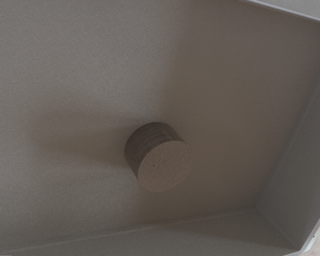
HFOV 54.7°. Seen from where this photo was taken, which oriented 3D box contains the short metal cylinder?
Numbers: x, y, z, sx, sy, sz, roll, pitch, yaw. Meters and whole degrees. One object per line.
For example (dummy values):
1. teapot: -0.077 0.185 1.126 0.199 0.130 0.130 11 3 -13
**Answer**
1. short metal cylinder: -0.002 0.039 0.417 0.081 0.050 0.079 -14 125 -21
